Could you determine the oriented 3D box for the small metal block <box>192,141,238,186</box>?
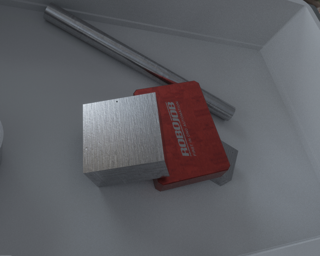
[{"bbox_3d":[0.074,0.043,0.422,0.050,0.025,0.050,31,52,-9],"label":"small metal block"}]

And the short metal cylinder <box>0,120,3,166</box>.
[{"bbox_3d":[-0.187,0.017,0.279,0.081,0.050,0.080,14,56,-21],"label":"short metal cylinder"}]

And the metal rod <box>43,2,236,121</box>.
[{"bbox_3d":[-0.021,-0.091,0.450,0.301,0.025,0.025,28,52,-11],"label":"metal rod"}]

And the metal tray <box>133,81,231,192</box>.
[{"bbox_3d":[0.023,0.006,0.396,0.091,0.030,0.130,-11,66,-14],"label":"metal tray"}]

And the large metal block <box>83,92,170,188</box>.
[{"bbox_3d":[-0.037,0.014,0.340,0.080,0.050,0.080,-9,62,3],"label":"large metal block"}]
